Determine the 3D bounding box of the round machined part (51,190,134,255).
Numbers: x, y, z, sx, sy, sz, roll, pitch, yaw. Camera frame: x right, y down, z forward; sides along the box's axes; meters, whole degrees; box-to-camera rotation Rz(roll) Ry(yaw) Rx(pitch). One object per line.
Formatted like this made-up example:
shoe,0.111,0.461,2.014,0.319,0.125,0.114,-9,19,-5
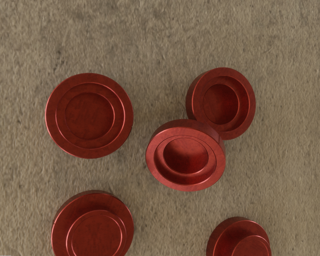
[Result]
round machined part,-0.079,0.127,0.372,0.099,0.042,0.097,0,90,-21

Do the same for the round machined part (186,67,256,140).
round machined part,0.080,-0.032,0.431,0.099,0.042,0.097,0,90,-21

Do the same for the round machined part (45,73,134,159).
round machined part,-0.084,-0.014,0.369,0.099,0.042,0.097,0,90,-21

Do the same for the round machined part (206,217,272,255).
round machined part,0.120,0.182,0.446,0.099,0.042,0.097,0,90,-21

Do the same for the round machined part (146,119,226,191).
round machined part,0.034,0.030,0.396,0.098,0.042,0.097,5,121,9
